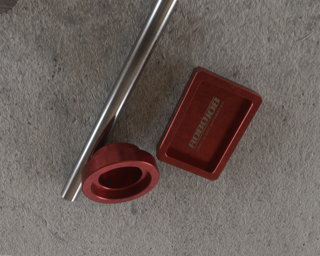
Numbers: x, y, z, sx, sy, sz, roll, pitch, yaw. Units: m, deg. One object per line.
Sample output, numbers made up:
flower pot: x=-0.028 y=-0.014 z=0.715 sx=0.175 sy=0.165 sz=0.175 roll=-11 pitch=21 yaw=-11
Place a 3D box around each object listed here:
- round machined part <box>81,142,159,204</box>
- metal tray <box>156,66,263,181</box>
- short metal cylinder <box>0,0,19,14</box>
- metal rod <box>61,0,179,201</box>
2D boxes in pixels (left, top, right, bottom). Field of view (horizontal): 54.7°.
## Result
round machined part: x=-0.053 y=0.056 z=0.406 sx=0.099 sy=0.042 sz=0.097 roll=-11 pitch=140 yaw=-9
metal tray: x=0.061 y=-0.003 z=0.406 sx=0.090 sy=0.030 sz=0.129 roll=22 pitch=108 yaw=-9
short metal cylinder: x=-0.199 y=-0.164 z=0.333 sx=0.081 sy=0.050 sz=0.079 roll=0 pitch=110 yaw=-1
metal rod: x=-0.059 y=-0.027 z=0.398 sx=0.025 sy=0.025 sz=0.298 roll=27 pitch=108 yaw=-10
